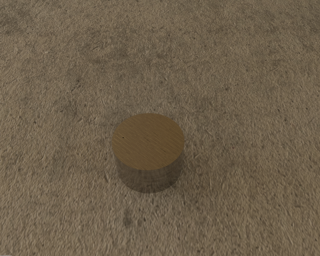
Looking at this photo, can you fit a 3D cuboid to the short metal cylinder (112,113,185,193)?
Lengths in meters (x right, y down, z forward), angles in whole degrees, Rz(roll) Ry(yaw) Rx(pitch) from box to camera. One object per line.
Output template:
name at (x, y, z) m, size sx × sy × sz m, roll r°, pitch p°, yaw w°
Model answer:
short metal cylinder at (-0.013, 0.029, 0.363) m, size 0.080 × 0.050 × 0.080 m, roll 0°, pitch 50°, yaw 0°
